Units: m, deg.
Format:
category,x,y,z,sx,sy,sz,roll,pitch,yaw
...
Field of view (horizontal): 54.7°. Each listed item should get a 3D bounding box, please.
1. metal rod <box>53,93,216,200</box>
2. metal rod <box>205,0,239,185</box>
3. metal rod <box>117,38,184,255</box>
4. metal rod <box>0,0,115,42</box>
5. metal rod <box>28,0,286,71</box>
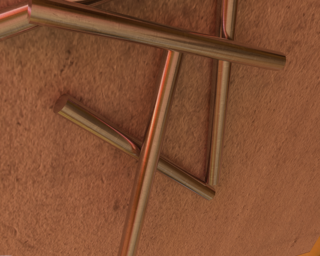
category,x,y,z,sx,sy,sz,roll,pitch,yaw
metal rod,-0.012,0.042,0.427,0.025,0.025,0.301,-49,129,6
metal rod,0.082,-0.040,0.428,0.025,0.025,0.298,-15,125,-20
metal rod,-0.013,0.037,0.391,0.025,0.025,0.298,5,106,-31
metal rod,-0.028,-0.145,0.302,0.302,0.025,0.025,-26,128,-13
metal rod,0.024,-0.093,0.329,0.303,0.025,0.025,3,117,-30
